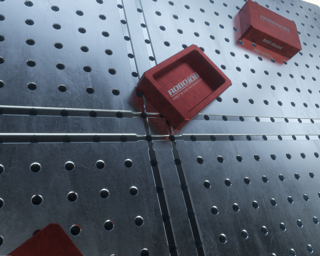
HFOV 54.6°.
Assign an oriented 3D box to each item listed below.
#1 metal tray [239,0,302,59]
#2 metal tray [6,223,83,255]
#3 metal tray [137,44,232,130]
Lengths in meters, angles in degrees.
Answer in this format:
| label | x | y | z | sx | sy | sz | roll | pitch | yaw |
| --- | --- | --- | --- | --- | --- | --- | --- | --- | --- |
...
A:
| label | x | y | z | sx | sy | sz | roll | pitch | yaw |
| --- | --- | --- | --- | --- | --- | --- | --- | --- | --- |
| metal tray | 0.233 | -0.209 | 0.657 | 0.131 | 0.030 | 0.090 | 18 | 55 | -18 |
| metal tray | -0.115 | 0.153 | 0.249 | 0.131 | 0.030 | 0.090 | -35 | 81 | -38 |
| metal tray | 0.040 | -0.066 | 0.465 | 0.090 | 0.030 | 0.131 | 47 | 51 | 5 |
